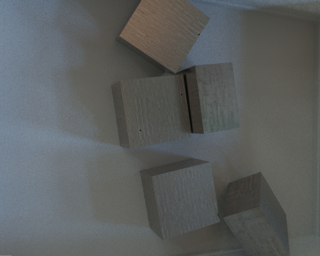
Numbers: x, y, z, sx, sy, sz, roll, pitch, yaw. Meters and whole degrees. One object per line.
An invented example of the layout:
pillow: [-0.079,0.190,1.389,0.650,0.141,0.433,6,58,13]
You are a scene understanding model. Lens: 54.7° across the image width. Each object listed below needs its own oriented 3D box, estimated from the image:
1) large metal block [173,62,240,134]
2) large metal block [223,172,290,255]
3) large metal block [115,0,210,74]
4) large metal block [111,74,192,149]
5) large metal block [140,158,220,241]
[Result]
large metal block: [0.055,-0.036,0.403,0.050,0.080,0.079,-9,93,-20]
large metal block: [0.133,0.121,0.426,0.050,0.080,0.080,-27,103,27]
large metal block: [0.001,-0.124,0.390,0.080,0.050,0.080,31,92,-18]
large metal block: [-0.012,-0.021,0.394,0.081,0.050,0.079,-9,93,-20]
large metal block: [0.025,0.089,0.408,0.081,0.050,0.079,-11,94,-20]
